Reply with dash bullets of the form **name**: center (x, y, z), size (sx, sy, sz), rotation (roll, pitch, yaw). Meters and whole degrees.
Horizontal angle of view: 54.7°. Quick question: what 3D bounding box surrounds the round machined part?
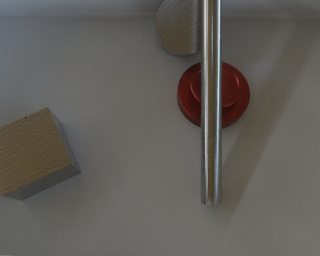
- **round machined part**: center (0.074, -0.050, 0.420), size (0.099, 0.042, 0.098), rotation (0, 70, -1)

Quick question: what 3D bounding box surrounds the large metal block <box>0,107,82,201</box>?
- **large metal block**: center (-0.155, 0.033, 0.383), size (0.080, 0.050, 0.080), rotation (-25, 72, -9)

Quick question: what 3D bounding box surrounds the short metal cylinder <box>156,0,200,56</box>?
- **short metal cylinder**: center (0.034, -0.141, 0.431), size (0.081, 0.050, 0.079), rotation (0, 99, -2)

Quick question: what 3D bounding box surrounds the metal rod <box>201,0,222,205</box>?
- **metal rod**: center (0.062, -0.058, 0.373), size (0.025, 0.025, 0.298), rotation (0, 92, -1)
